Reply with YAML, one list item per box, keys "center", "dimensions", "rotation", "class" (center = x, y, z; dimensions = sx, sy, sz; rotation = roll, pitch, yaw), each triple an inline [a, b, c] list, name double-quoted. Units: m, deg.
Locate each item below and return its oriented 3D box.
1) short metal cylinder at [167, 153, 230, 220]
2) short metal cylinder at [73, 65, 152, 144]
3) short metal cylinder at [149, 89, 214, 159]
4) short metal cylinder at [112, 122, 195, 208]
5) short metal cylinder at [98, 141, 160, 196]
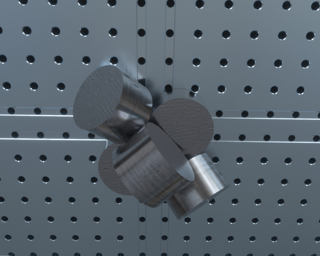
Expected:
- center: [0.043, 0.077, 0.405]
  dimensions: [0.080, 0.080, 0.050]
  rotation: [-39, 71, 13]
  class: "short metal cylinder"
- center: [-0.056, -0.027, 0.366]
  dimensions: [0.080, 0.080, 0.050]
  rotation: [-44, 139, 14]
  class: "short metal cylinder"
- center: [0.025, -0.006, 0.397]
  dimensions: [0.081, 0.050, 0.079]
  rotation: [0, 110, -1]
  class: "short metal cylinder"
- center: [-0.007, 0.040, 0.344]
  dimensions: [0.050, 0.080, 0.080]
  rotation: [-39, 106, 13]
  class: "short metal cylinder"
- center: [-0.038, 0.043, 0.414]
  dimensions: [0.081, 0.050, 0.079]
  rotation: [0, 110, -1]
  class: "short metal cylinder"
